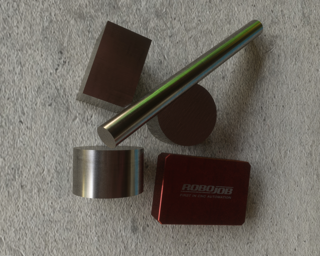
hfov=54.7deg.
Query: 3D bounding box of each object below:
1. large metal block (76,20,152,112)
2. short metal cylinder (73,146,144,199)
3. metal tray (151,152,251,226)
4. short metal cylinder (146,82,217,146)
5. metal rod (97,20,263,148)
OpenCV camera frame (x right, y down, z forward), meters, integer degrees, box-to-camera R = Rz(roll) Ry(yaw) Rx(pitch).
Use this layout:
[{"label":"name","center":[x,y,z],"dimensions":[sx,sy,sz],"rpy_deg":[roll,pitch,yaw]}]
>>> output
[{"label":"large metal block","center":[-0.057,-0.065,0.359],"dimensions":[0.050,0.080,0.080],"rpy_deg":[19,84,-19]},{"label":"short metal cylinder","center":[-0.059,0.048,0.358],"dimensions":[0.081,0.080,0.050],"rpy_deg":[1,90,-20]},{"label":"metal tray","center":[0.058,0.085,0.428],"dimensions":[0.131,0.030,0.089],"rpy_deg":[7,88,-20]},{"label":"short metal cylinder","center":[0.026,-0.018,0.405],"dimensions":[0.081,0.050,0.079],"rpy_deg":[0,90,-20]},{"label":"metal rod","center":[0.046,-0.070,0.378],"dimensions":[0.302,0.025,0.025],"rpy_deg":[-39,103,-34]}]
